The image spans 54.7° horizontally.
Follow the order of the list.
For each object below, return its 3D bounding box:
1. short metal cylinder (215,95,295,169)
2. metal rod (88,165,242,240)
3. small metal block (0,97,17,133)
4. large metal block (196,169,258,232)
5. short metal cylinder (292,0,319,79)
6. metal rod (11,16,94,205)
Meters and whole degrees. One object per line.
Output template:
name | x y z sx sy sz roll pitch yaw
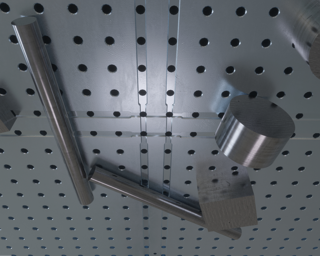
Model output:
short metal cylinder | 0.114 0.003 0.379 0.081 0.080 0.050 10 129 -9
metal rod | 0.020 0.133 0.524 0.301 0.025 0.025 28 125 -22
small metal block | -0.224 -0.017 0.395 0.050 0.025 0.050 -12 129 9
large metal block | 0.108 0.118 0.497 0.080 0.050 0.080 -12 129 9
short metal cylinder | 0.186 -0.093 0.318 0.081 0.050 0.079 0 130 0
metal rod | -0.130 0.004 0.413 0.025 0.025 0.298 -3 130 2
